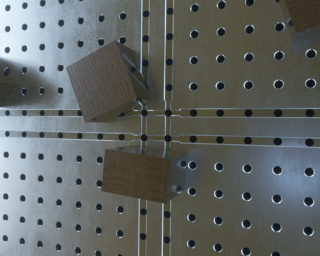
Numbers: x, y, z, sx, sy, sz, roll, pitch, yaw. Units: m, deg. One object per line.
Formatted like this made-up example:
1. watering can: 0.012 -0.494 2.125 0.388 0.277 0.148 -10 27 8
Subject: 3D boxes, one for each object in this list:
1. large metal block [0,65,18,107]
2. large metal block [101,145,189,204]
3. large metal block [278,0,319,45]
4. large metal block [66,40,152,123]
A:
1. large metal block: -0.290 -0.080 0.483 0.080 0.080 0.050 45 104 14
2. large metal block: -0.015 0.054 0.388 0.080 0.080 0.050 6 92 19
3. large metal block: 0.176 -0.148 0.337 0.080 0.050 0.080 -17 84 19
4. large metal block: -0.069 -0.059 0.423 0.080 0.050 0.080 -23 83 18
